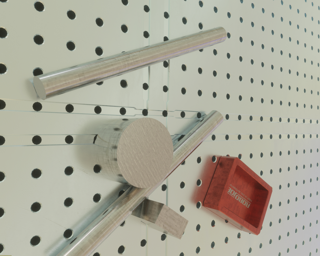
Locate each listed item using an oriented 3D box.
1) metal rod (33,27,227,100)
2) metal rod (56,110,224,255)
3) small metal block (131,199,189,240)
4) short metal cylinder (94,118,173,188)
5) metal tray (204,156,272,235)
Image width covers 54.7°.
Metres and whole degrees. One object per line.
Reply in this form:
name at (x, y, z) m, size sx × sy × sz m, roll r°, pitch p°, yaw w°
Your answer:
metal rod at (-0.012, -0.094, 0.400) m, size 0.302 × 0.025 × 0.025 m, roll -27°, pitch 107°, yaw -37°
metal rod at (-0.008, 0.065, 0.404) m, size 0.302 × 0.025 × 0.025 m, roll -40°, pitch 115°, yaw -33°
small metal block at (-0.001, 0.114, 0.394) m, size 0.050 × 0.050 × 0.025 m, roll 42°, pitch 65°, yaw -32°
short metal cylinder at (-0.031, 0.028, 0.369) m, size 0.081 × 0.050 × 0.079 m, roll 0°, pitch 90°, yaw -40°
metal tray at (0.136, 0.115, 0.523) m, size 0.130 × 0.030 × 0.090 m, roll 38°, pitch 67°, yaw -34°
